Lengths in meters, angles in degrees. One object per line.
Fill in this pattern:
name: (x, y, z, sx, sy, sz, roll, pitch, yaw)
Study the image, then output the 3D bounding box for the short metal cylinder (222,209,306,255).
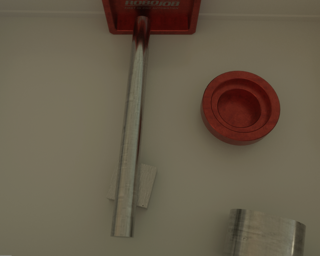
short metal cylinder: (0.113, 0.124, 0.337, 0.080, 0.080, 0.050, 14, 71, 4)

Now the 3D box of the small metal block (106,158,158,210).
small metal block: (-0.034, 0.069, 0.384, 0.050, 0.025, 0.050, 13, 70, 4)

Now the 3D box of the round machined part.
round machined part: (0.103, -0.023, 0.410, 0.099, 0.042, 0.098, 0, 70, -1)

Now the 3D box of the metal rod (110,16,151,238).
metal rod: (-0.033, -0.019, 0.394, 0.025, 0.025, 0.299, 3, 66, 1)

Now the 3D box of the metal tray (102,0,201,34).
metal tray: (-0.011, -0.172, 0.437, 0.131, 0.090, 0.030, 0, 70, -1)
